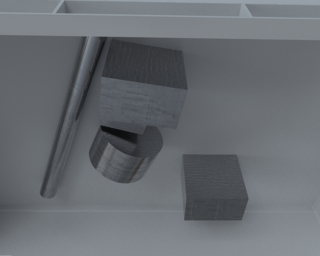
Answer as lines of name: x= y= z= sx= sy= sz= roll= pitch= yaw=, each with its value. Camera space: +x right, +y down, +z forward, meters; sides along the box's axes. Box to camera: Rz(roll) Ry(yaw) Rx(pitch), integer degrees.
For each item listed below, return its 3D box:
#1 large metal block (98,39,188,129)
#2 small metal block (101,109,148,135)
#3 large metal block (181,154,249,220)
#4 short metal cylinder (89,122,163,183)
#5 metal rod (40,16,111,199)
large metal block: x=-0.018 y=-0.048 z=0.332 sx=0.081 sy=0.080 sz=0.050 roll=8 pitch=130 yaw=-7
small metal block: x=-0.041 y=-0.023 z=0.373 sx=0.050 sy=0.050 sz=0.025 roll=14 pitch=129 yaw=-12
large metal block: x=0.074 y=0.084 z=0.446 sx=0.081 sy=0.080 sz=0.050 roll=0 pitch=130 yaw=-1
short metal cylinder: x=-0.043 y=0.023 z=0.392 sx=0.081 sy=0.080 sz=0.050 roll=19 pitch=128 yaw=-16
metal rod: x=-0.120 y=-0.003 z=0.404 sx=0.025 sy=0.025 sz=0.298 roll=18 pitch=128 yaw=-15
